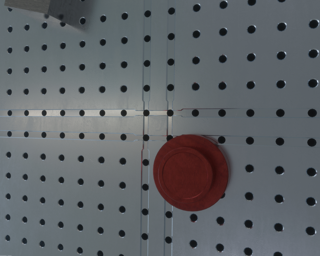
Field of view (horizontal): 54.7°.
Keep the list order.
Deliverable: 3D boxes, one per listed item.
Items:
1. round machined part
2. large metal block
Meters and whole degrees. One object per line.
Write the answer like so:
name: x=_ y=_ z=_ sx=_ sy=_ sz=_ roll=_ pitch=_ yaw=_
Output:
round machined part: x=0.036 y=0.057 z=0.391 sx=0.098 sy=0.042 sz=0.097 roll=0 pitch=90 yaw=20
large metal block: x=-0.173 y=-0.207 z=0.460 sx=0.080 sy=0.050 sz=0.080 roll=17 pitch=96 yaw=19
